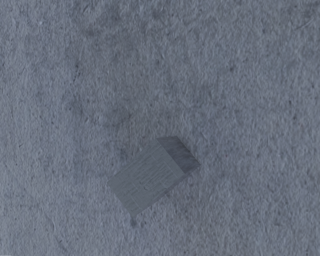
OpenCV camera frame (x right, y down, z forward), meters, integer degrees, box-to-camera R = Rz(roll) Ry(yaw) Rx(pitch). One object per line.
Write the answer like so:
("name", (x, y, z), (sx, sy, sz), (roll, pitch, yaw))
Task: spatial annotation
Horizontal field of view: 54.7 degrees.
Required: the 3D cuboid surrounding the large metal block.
("large metal block", (-0.004, 0.056, 0.380), (0.080, 0.080, 0.050), (-43, 77, 15))
